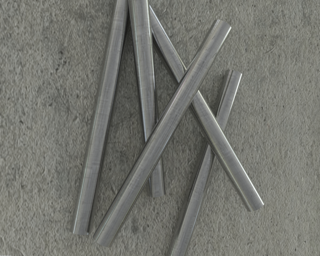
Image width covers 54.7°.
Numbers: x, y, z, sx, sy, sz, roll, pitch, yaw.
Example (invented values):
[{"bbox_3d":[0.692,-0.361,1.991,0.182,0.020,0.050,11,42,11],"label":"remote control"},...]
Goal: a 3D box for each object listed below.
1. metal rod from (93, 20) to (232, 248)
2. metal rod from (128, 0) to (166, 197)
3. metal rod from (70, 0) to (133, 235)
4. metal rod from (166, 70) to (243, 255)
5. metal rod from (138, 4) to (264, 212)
[{"bbox_3d":[0.005,0.002,0.374,0.025,0.025,0.299,31,85,-18],"label":"metal rod"},{"bbox_3d":[-0.018,-0.060,0.387,0.025,0.025,0.298,-8,98,-20],"label":"metal rod"},{"bbox_3d":[-0.070,-0.022,0.383,0.025,0.025,0.298,11,86,-20],"label":"metal rod"},{"bbox_3d":[0.059,0.062,0.430,0.025,0.025,0.299,21,83,-19],"label":"metal rod"},{"bbox_3d":[0.053,-0.024,0.407,0.025,0.025,0.299,-31,93,-17],"label":"metal rod"}]
